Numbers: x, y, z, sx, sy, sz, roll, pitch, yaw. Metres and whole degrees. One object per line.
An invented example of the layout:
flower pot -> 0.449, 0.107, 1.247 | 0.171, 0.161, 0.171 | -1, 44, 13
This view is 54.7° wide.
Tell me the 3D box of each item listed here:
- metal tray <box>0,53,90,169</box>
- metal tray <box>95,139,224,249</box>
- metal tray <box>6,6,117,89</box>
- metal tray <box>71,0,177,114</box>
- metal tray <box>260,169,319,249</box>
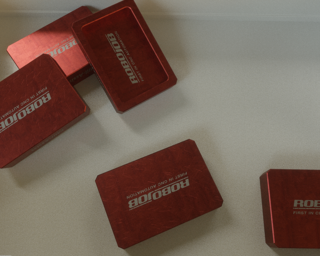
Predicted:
metal tray -> -0.168, -0.021, 0.392 | 0.130, 0.030, 0.090 | -35, 88, -5
metal tray -> -0.002, 0.079, 0.378 | 0.131, 0.030, 0.090 | -21, 72, -8
metal tray -> -0.136, -0.108, 0.445 | 0.131, 0.030, 0.090 | -35, 74, -12
metal tray -> -0.047, -0.095, 0.417 | 0.090, 0.030, 0.130 | -30, 93, -12
metal tray -> 0.193, 0.097, 0.374 | 0.131, 0.030, 0.090 | 1, 70, 0
